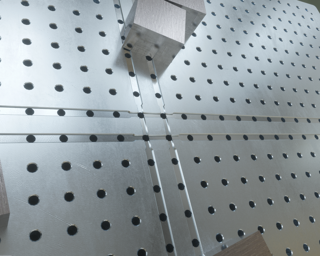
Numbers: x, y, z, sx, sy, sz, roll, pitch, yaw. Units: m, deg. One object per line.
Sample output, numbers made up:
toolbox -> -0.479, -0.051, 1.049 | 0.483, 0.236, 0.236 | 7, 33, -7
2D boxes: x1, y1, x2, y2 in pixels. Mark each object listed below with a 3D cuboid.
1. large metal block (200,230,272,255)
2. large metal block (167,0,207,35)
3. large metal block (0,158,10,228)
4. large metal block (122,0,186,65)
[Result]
large metal block -> 0.085, 0.169, 0.337 | 0.081, 0.050, 0.080 | -12, 68, -33
large metal block -> 0.029, -0.222, 0.545 | 0.081, 0.050, 0.080 | 10, 57, -23
large metal block -> -0.180, 0.051, 0.264 | 0.081, 0.050, 0.080 | -8, 66, -32
large metal block -> -0.008, -0.157, 0.485 | 0.081, 0.050, 0.080 | 18, 55, -19
